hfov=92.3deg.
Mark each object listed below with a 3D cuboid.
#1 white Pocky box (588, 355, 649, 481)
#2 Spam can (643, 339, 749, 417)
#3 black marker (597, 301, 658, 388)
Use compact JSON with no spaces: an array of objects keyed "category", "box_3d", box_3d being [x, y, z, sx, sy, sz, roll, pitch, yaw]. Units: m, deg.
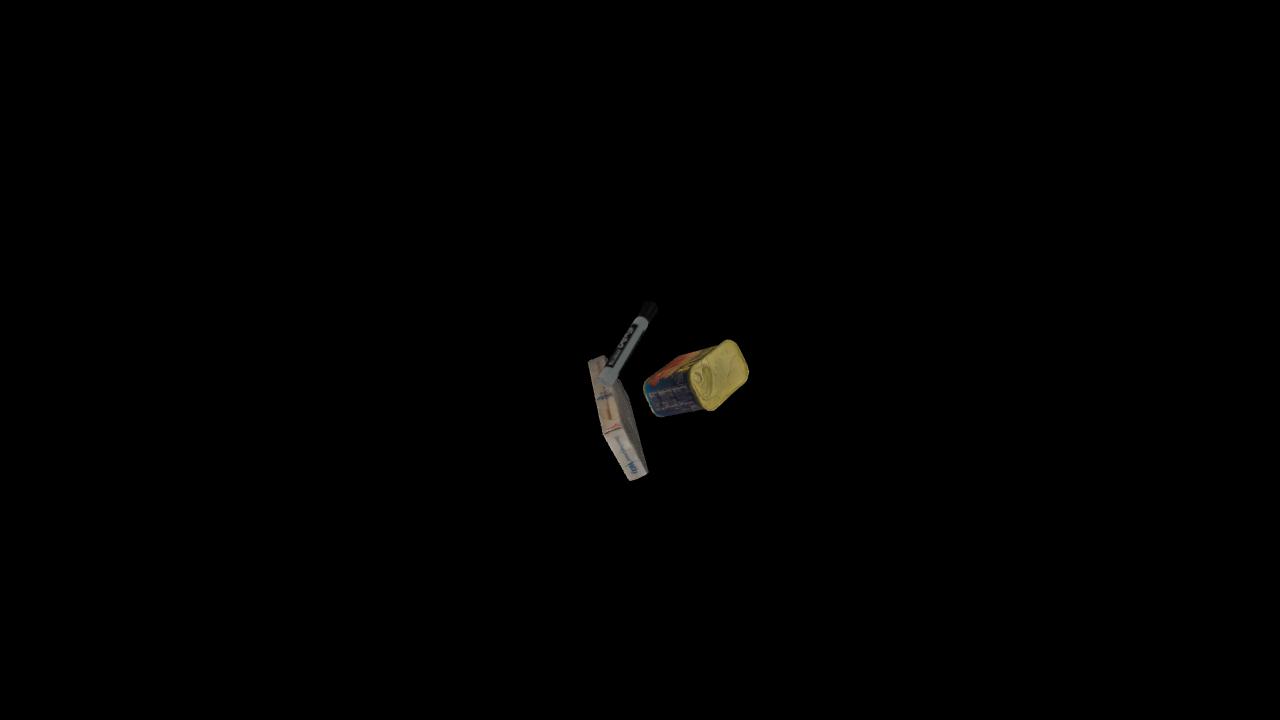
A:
[{"category":"white Pocky box","box_3d":[-0.028,0.067,0.756,0.028,0.084,0.154,-24,34,4]},{"category":"Spam can","box_3d":[0.066,0.024,0.738,0.085,0.058,0.101,-17,13,48]},{"category":"black marker","box_3d":[-0.011,-0.020,0.676,0.020,0.121,0.020,22,-32,15]}]
